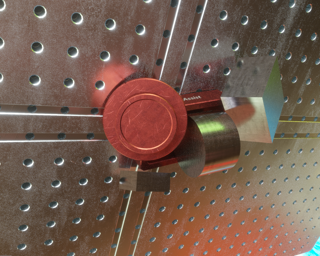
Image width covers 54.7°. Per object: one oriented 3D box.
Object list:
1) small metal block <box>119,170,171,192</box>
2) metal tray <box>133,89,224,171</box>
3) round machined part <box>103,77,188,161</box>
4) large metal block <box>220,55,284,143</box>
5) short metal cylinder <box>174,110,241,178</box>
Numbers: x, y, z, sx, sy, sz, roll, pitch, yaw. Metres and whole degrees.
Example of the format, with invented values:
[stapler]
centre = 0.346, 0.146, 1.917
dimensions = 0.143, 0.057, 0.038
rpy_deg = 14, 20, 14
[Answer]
[small metal block]
centre = -0.021, 0.072, 0.421
dimensions = 0.050, 0.050, 0.025
rpy_deg = 8, 80, -31
[metal tray]
centre = 0.030, 0.001, 0.422
dimensions = 0.131, 0.030, 0.089
rpy_deg = -11, 123, -23
[round machined part]
centre = -0.016, -0.008, 0.357
dimensions = 0.099, 0.042, 0.097
rpy_deg = -1, 103, -5
[large metal block]
centre = 0.126, -0.038, 0.410
dimensions = 0.080, 0.050, 0.080
rpy_deg = -60, 139, -33
[short metal cylinder]
centre = 0.057, 0.019, 0.398
dimensions = 0.050, 0.080, 0.079
rpy_deg = -9, 123, -25
